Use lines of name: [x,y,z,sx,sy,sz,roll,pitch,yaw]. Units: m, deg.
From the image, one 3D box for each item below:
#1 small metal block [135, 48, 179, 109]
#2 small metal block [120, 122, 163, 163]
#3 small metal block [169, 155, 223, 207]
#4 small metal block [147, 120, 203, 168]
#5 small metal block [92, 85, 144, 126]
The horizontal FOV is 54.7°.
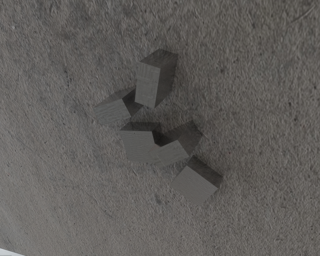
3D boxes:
small metal block: [-0.004,-0.058,0.357,0.025,0.050,0.050,21,126,16]
small metal block: [-0.023,0.020,0.431,0.050,0.025,0.050,1,119,27]
small metal block: [0.049,0.073,0.426,0.050,0.025,0.050,36,129,3]
small metal block: [0.020,0.020,0.393,0.050,0.050,0.025,-26,104,37]
small metal block: [-0.049,-0.031,0.398,0.050,0.050,0.025,-14,111,34]
